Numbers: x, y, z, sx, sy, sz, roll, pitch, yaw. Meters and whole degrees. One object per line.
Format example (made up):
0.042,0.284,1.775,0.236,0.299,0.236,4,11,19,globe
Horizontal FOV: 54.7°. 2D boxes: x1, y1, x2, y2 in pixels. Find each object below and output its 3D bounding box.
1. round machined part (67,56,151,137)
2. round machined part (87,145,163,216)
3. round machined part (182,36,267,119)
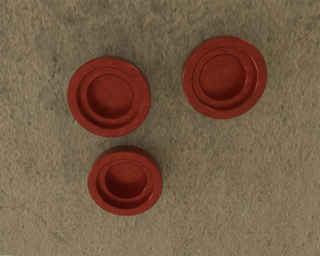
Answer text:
-0.060,-0.041,0.385,0.099,0.042,0.097,0,110,-1,round machined part
-0.046,0.068,0.425,0.099,0.042,0.097,0,110,-1,round machined part
0.075,-0.063,0.379,0.099,0.042,0.097,0,110,-1,round machined part
